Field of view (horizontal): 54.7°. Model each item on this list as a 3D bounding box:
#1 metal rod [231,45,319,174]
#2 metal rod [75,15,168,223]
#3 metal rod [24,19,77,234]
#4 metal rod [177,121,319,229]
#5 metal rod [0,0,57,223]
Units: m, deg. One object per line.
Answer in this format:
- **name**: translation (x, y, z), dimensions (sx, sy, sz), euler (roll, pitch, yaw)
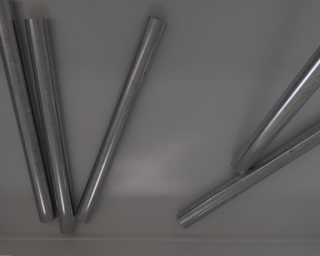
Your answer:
- **metal rod**: translation (0.151, -0.043, 0.328), dimensions (0.025, 0.025, 0.298), euler (16, 136, -6)
- **metal rod**: translation (-0.058, 0.002, 0.411), dimensions (0.025, 0.025, 0.298), euler (21, 109, -8)
- **metal rod**: translation (-0.141, 0.012, 0.414), dimensions (0.025, 0.025, 0.298), euler (-2, 110, 0)
- **metal rod**: translation (0.151, 0.052, 0.431), dimensions (0.300, 0.025, 0.025), euler (-36, 106, 12)
- **metal rod**: translation (-0.174, -0.007, 0.407), dimensions (0.025, 0.025, 0.298), euler (-3, 110, 1)
